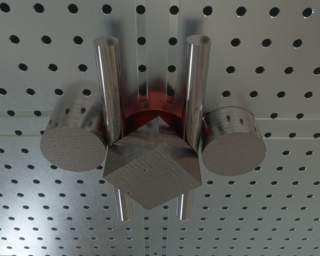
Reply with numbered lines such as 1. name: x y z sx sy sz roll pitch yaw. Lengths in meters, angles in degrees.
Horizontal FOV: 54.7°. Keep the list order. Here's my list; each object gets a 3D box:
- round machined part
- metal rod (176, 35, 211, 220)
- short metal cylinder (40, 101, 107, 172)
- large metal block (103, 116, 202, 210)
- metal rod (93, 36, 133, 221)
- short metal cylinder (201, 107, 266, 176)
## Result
1. round machined part: -0.008 0.014 0.413 0.099 0.042 0.097 0 130 0
2. metal rod: 0.039 0.025 0.406 0.025 0.025 0.298 0 130 0
3. short metal cylinder: -0.108 0.012 0.404 0.081 0.050 0.079 0 130 0
4. large metal block: -0.008 0.045 0.371 0.080 0.050 0.080 -31 124 23
5. metal rod: -0.055 0.027 0.406 0.025 0.025 0.298 0 130 0
6. short metal cylinder: 0.094 0.019 0.411 0.081 0.050 0.079 0 130 0
